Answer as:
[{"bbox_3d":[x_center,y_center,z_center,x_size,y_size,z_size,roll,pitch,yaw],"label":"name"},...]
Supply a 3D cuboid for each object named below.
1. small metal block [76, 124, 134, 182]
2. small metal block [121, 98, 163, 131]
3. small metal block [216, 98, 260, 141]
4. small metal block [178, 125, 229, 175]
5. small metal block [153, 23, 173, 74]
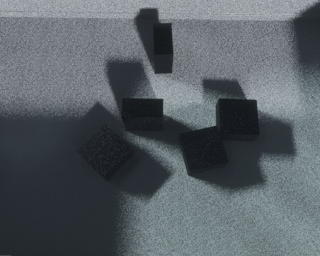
[{"bbox_3d":[-0.070,0.032,0.397,0.050,0.025,0.050,41,75,13],"label":"small metal block"},{"bbox_3d":[-0.021,-0.016,0.402,0.050,0.050,0.025,1,70,0],"label":"small metal block"},{"bbox_3d":[0.102,-0.011,0.414,0.050,0.025,0.050,2,69,0],"label":"small metal block"},{"bbox_3d":[0.055,0.029,0.399,0.050,0.025,0.050,-13,71,-4],"label":"small metal block"},{"bbox_3d":[0.004,-0.111,0.437,0.025,0.050,0.050,-2,70,-1],"label":"small metal block"}]
